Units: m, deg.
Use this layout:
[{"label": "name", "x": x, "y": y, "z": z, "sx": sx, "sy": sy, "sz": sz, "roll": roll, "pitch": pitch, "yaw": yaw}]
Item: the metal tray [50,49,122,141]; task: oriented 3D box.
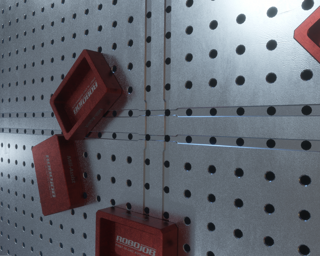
[{"label": "metal tray", "x": -0.126, "y": -0.051, "z": 0.506, "sx": 0.129, "sy": 0.030, "sz": 0.090, "roll": -44, "pitch": 64, "yaw": 30}]

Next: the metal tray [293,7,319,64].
[{"label": "metal tray", "x": 0.188, "y": -0.065, "z": 0.250, "sx": 0.090, "sy": 0.030, "sz": 0.130, "roll": -47, "pitch": 63, "yaw": 29}]

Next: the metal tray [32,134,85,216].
[{"label": "metal tray", "x": -0.184, "y": 0.084, "z": 0.555, "sx": 0.090, "sy": 0.030, "sz": 0.129, "roll": -23, "pitch": 75, "yaw": 37}]

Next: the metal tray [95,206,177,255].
[{"label": "metal tray", "x": -0.037, "y": 0.168, "z": 0.434, "sx": 0.130, "sy": 0.030, "sz": 0.089, "roll": 2, "pitch": 91, "yaw": 39}]
